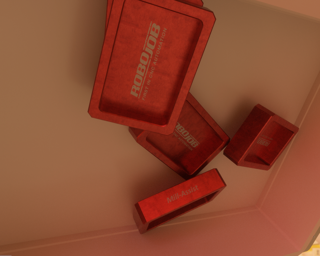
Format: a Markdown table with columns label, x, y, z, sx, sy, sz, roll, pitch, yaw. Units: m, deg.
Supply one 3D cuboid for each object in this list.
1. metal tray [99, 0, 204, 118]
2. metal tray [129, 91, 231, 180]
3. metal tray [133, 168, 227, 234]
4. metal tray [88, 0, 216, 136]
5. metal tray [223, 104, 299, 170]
| label | x | y | z | sx | sy | sz | roll | pitch | yaw |
| --- | --- | --- | --- | --- | --- | --- | --- | --- | --- |
| metal tray | -0.013 | -0.079 | 0.330 | 0.091 | 0.030 | 0.129 | 7 | 117 | -7 |
| metal tray | 0.032 | 0.010 | 0.430 | 0.090 | 0.030 | 0.130 | -45 | 130 | 3 |
| metal tray | 0.026 | 0.111 | 0.463 | 0.131 | 0.030 | 0.090 | -21 | 157 | -17 |
| metal tray | -0.012 | -0.063 | 0.303 | 0.091 | 0.030 | 0.129 | 14 | 116 | -11 |
| metal tray | 0.163 | 0.020 | 0.488 | 0.131 | 0.030 | 0.090 | 15 | 111 | -50 |
